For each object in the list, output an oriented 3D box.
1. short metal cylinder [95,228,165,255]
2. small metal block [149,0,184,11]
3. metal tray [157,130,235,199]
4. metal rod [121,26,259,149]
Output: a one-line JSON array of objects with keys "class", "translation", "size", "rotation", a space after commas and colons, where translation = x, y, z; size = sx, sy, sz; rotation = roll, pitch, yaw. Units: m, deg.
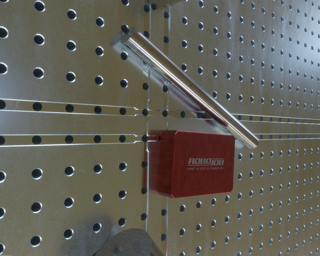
[{"class": "short metal cylinder", "translation": [-0.033, 0.162, 0.348], "size": [0.080, 0.080, 0.050], "rotation": [-46, 118, -31]}, {"class": "small metal block", "translation": [0.007, -0.186, 0.401], "size": [0.025, 0.050, 0.050], "rotation": [-28, 108, -37]}, {"class": "metal tray", "translation": [0.058, 0.052, 0.457], "size": [0.131, 0.030, 0.089], "rotation": [5, 87, -40]}, {"class": "metal rod", "translation": [0.062, -0.044, 0.463], "size": [0.301, 0.025, 0.025], "rotation": [35, 69, -35]}]
